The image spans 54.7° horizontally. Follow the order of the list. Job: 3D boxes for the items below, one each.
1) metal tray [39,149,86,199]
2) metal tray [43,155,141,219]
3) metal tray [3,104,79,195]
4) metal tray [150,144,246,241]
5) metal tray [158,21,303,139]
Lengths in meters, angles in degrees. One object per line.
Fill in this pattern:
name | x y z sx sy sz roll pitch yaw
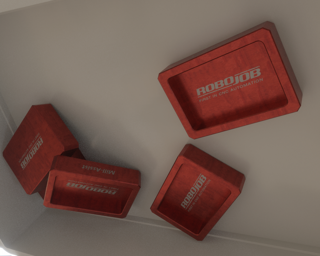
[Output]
metal tray | -0.179 0.082 0.547 0.130 0.030 0.090 -15 111 34
metal tray | -0.104 0.093 0.476 0.131 0.030 0.089 13 128 -15
metal tray | -0.194 0.035 0.496 0.129 0.030 0.090 -46 75 29
metal tray | 0.048 0.094 0.436 0.090 0.030 0.129 30 128 8
metal tray | 0.073 -0.045 0.337 0.130 0.030 0.090 -18 109 34
